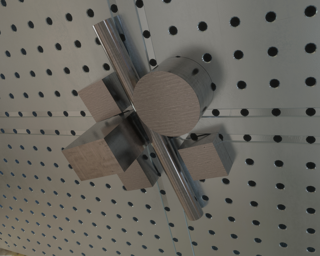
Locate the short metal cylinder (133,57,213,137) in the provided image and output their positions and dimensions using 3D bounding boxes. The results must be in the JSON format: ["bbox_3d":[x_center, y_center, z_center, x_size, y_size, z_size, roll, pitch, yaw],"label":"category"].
[{"bbox_3d":[0.016,-0.037,0.362,0.080,0.050,0.079,13,124,20],"label":"short metal cylinder"}]

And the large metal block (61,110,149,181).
[{"bbox_3d":[-0.070,0.023,0.423,0.080,0.080,0.050,-16,110,34],"label":"large metal block"}]

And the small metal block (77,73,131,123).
[{"bbox_3d":[-0.077,-0.041,0.425,0.050,0.025,0.050,-19,109,35],"label":"small metal block"}]

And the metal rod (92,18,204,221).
[{"bbox_3d":[-0.008,0.002,0.415,0.025,0.025,0.299,-13,112,33],"label":"metal rod"}]

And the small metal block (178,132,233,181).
[{"bbox_3d":[0.059,0.038,0.402,0.050,0.025,0.050,-15,111,34],"label":"small metal block"}]

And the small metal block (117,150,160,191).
[{"bbox_3d":[-0.037,0.065,0.469,0.050,0.025,0.050,-17,110,34],"label":"small metal block"}]
